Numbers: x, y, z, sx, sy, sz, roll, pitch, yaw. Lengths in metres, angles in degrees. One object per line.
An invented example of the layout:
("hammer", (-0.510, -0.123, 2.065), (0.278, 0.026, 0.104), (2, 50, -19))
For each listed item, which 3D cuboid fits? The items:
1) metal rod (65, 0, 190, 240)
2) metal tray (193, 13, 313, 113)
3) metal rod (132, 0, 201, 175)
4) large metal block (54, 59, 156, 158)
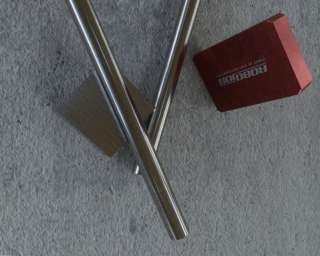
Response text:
("metal rod", (-0.034, -0.011, 0.343), (0.025, 0.025, 0.299), (-26, 99, -18))
("metal tray", (0.111, -0.075, 0.394), (0.030, 0.130, 0.090), (-35, 102, -33))
("metal rod", (0.017, -0.083, 0.416), (0.025, 0.025, 0.299), (18, 84, -20))
("large metal block", (-0.067, -0.022, 0.372), (0.080, 0.050, 0.080), (44, 76, -15))
